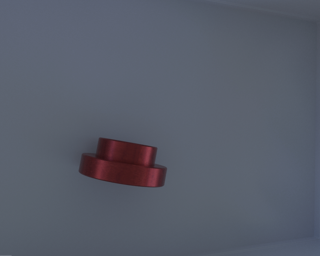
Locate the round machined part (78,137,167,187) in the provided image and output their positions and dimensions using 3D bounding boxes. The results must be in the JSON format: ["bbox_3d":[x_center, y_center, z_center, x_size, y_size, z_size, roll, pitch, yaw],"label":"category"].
[{"bbox_3d":[-0.040,0.037,0.357,0.099,0.098,0.042,11,87,-20],"label":"round machined part"}]
